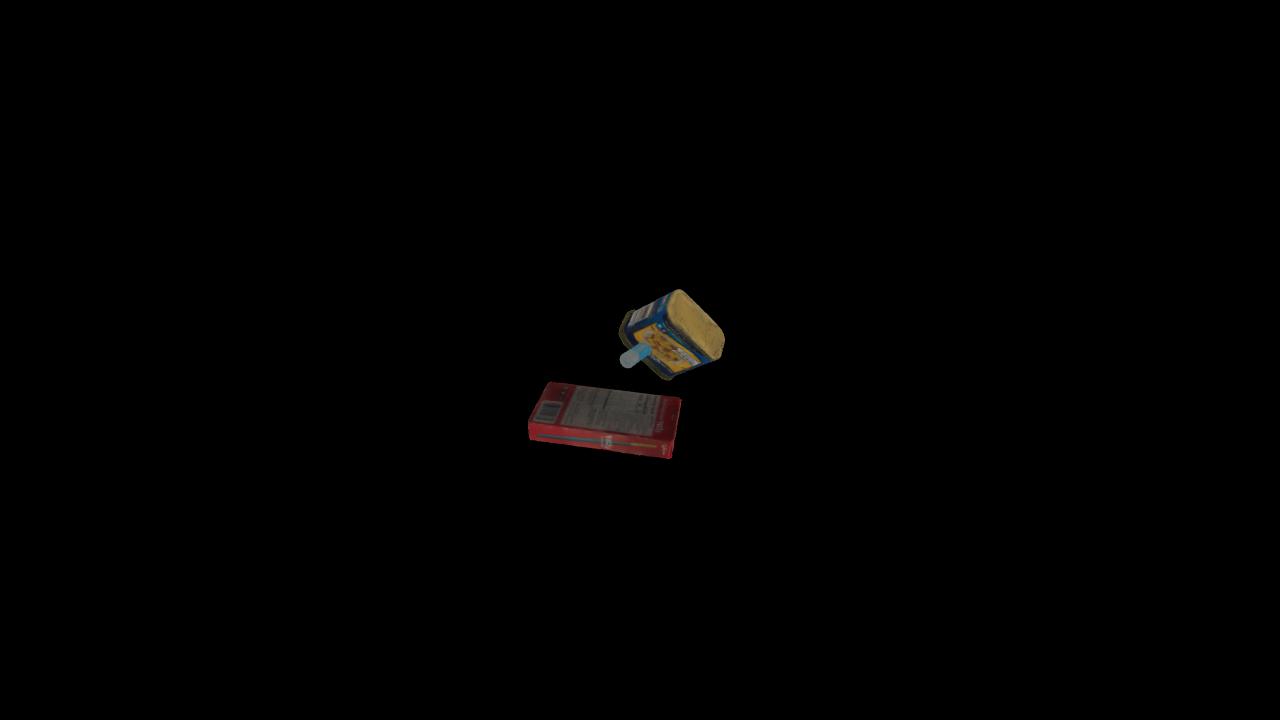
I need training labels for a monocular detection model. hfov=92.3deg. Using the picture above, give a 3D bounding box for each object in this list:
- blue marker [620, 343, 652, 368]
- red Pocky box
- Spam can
[{"bbox_3d":[0.010,-0.018,0.757,0.020,0.020,0.121,0,18,27],"label":"blue marker"},{"bbox_3d":[-0.036,0.064,0.667,0.155,0.028,0.083,7,30,7],"label":"red Pocky box"},{"bbox_3d":[0.040,-0.030,0.752,0.101,0.058,0.085,41,-40,-24],"label":"Spam can"}]
